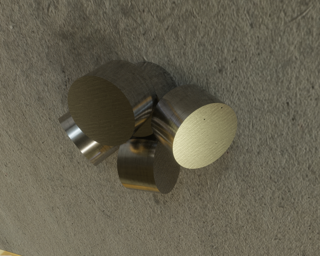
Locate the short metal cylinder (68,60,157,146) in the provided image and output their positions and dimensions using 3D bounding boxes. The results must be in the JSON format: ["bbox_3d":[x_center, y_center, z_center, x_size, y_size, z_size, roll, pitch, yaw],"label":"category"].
[{"bbox_3d":[-0.051,-0.027,0.335,0.080,0.050,0.079,13,124,20],"label":"short metal cylinder"}]

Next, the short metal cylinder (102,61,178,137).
[{"bbox_3d":[-0.023,-0.036,0.381,0.080,0.050,0.079,13,124,20],"label":"short metal cylinder"}]

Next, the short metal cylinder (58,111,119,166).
[{"bbox_3d":[-0.089,0.004,0.414,0.080,0.050,0.080,51,172,11],"label":"short metal cylinder"}]

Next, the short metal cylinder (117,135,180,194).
[{"bbox_3d":[-0.012,0.043,0.403,0.050,0.080,0.079,2,119,27],"label":"short metal cylinder"}]

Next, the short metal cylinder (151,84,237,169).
[{"bbox_3d":[0.037,-0.002,0.343,0.050,0.081,0.079,46,143,49],"label":"short metal cylinder"}]
